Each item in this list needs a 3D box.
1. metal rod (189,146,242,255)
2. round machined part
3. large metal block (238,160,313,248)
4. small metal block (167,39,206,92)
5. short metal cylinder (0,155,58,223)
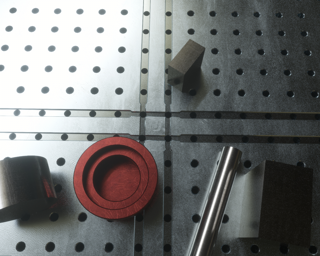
[{"bbox_3d":[0.041,0.160,0.353,0.025,0.025,0.300,20,71,7],"label":"metal rod"},{"bbox_3d":[-0.051,0.063,0.379,0.099,0.042,0.098,0,70,-1],"label":"round machined part"},{"bbox_3d":[0.129,0.088,0.352,0.050,0.080,0.080,11,70,4],"label":"large metal block"},{"bbox_3d":[0.036,-0.086,0.430,0.025,0.050,0.050,34,73,11],"label":"small metal block"},{"bbox_3d":[-0.165,0.071,0.355,0.081,0.080,0.050,-20,72,-7],"label":"short metal cylinder"}]
